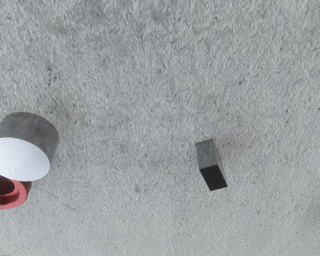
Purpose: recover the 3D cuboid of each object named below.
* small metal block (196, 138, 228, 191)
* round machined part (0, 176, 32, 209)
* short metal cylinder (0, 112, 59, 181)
[{"bbox_3d":[0.073,0.052,0.436,0.025,0.050,0.050,-18,128,15],"label":"small metal block"},{"bbox_3d":[-0.240,0.074,0.456,0.099,0.042,0.097,0,130,0],"label":"round machined part"},{"bbox_3d":[-0.181,0.025,0.411,0.081,0.050,0.079,0,130,0],"label":"short metal cylinder"}]
